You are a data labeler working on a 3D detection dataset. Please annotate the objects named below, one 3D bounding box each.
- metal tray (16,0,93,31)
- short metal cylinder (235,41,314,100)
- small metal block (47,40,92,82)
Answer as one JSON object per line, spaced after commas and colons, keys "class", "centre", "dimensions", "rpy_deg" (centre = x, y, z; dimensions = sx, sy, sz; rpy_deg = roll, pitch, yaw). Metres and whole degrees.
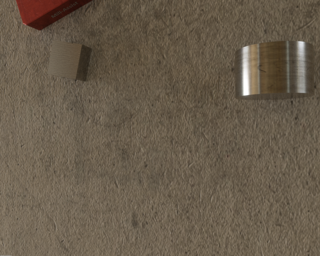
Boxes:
{"class": "metal tray", "centre": [-0.156, -0.216, 0.461], "dimensions": [0.130, 0.030, 0.090], "rpy_deg": [-21, 83, 18]}
{"class": "short metal cylinder", "centre": [0.123, -0.059, 0.336], "dimensions": [0.080, 0.080, 0.050], "rpy_deg": [-1, 90, 20]}
{"class": "small metal block", "centre": [-0.133, -0.099, 0.456], "dimensions": [0.050, 0.025, 0.050], "rpy_deg": [13, 94, 19]}
